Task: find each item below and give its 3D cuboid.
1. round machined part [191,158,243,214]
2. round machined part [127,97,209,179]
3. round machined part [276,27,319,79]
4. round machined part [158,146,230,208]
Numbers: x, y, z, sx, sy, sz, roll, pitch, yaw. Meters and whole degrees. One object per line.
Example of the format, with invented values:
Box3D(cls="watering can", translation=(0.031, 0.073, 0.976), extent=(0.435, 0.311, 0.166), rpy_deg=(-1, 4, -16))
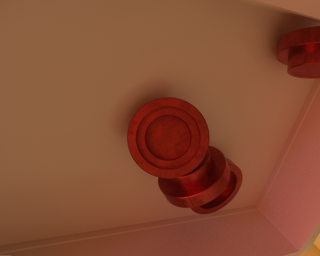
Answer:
Box3D(cls="round machined part", translation=(0.080, 0.087, 0.497), extent=(0.099, 0.042, 0.097), rpy_deg=(-14, 125, -21))
Box3D(cls="round machined part", translation=(0.011, 0.012, 0.391), extent=(0.099, 0.042, 0.097), rpy_deg=(0, 89, 1))
Box3D(cls="round machined part", translation=(0.208, -0.095, 0.415), extent=(0.099, 0.098, 0.042), rpy_deg=(9, 83, -33))
Box3D(cls="round machined part", translation=(0.041, 0.056, 0.422), extent=(0.098, 0.098, 0.042), rpy_deg=(-33, 121, -7))
